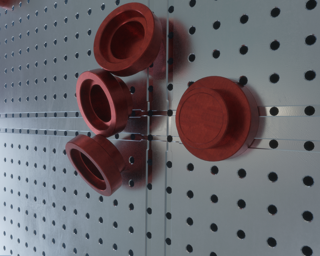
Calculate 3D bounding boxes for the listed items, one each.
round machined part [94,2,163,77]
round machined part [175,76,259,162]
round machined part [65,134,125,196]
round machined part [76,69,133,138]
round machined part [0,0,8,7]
[{"bbox_3d":[-0.039,-0.115,0.420,0.098,0.042,0.098,-9,71,28],"label":"round machined part"},{"bbox_3d":[0.057,-0.011,0.352,0.098,0.042,0.097,0,90,40],"label":"round machined part"},{"bbox_3d":[-0.090,0.049,0.455,0.098,0.042,0.097,31,143,27],"label":"round machined part"},{"bbox_3d":[-0.077,-0.038,0.450,0.098,0.042,0.097,24,125,39],"label":"round machined part"},{"bbox_3d":[-0.387,-0.336,0.721,0.098,0.042,0.097,0,90,40],"label":"round machined part"}]
